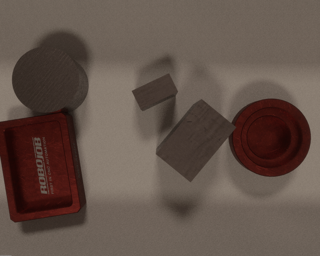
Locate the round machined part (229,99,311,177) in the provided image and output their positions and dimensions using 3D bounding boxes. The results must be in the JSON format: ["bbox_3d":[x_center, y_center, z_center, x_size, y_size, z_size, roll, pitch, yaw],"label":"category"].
[{"bbox_3d":[0.139,0.012,0.405,0.099,0.042,0.097,0,90,-1],"label":"round machined part"}]

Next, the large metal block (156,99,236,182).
[{"bbox_3d":[0.040,0.014,0.385,0.050,0.080,0.080,40,90,-1],"label":"large metal block"}]

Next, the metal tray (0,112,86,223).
[{"bbox_3d":[-0.154,0.050,0.406,0.091,0.030,0.129,-9,90,-1],"label":"metal tray"}]

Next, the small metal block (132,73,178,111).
[{"bbox_3d":[-0.006,-0.045,0.399,0.050,0.050,0.025,-26,90,0],"label":"small metal block"}]

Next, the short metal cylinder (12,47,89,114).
[{"bbox_3d":[-0.138,-0.058,0.397,0.081,0.050,0.079,0,90,-1],"label":"short metal cylinder"}]
